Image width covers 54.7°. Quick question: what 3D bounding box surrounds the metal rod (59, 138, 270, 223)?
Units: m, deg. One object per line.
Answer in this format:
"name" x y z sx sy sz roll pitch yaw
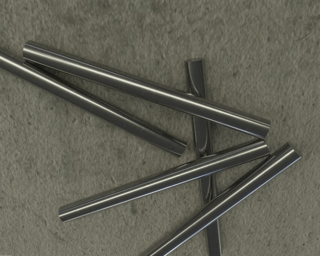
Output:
"metal rod" -0.005 0.074 0.418 0.301 0.025 0.025 -21 109 14

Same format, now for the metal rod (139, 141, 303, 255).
"metal rod" 0.064 0.121 0.429 0.025 0.025 0.299 39 115 -14

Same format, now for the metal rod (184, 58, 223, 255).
"metal rod" 0.064 0.054 0.430 0.025 0.025 0.298 -8 110 2

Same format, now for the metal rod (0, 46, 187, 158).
"metal rod" -0.102 -0.038 0.394 0.301 0.025 0.025 27 108 -10

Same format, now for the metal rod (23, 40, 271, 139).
"metal rod" -0.016 -0.046 0.373 0.302 0.025 0.025 19 109 0
